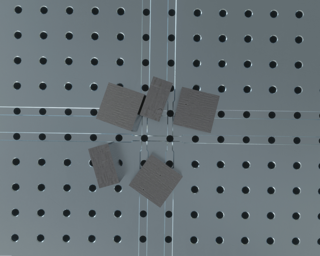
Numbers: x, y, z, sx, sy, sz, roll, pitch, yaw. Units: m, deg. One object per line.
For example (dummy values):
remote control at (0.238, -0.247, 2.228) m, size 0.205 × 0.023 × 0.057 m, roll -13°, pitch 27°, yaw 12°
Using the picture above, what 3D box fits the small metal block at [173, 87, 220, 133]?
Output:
small metal block at (0.047, -0.023, 0.414) m, size 0.050 × 0.025 × 0.050 m, roll 14°, pitch 90°, yaw 0°

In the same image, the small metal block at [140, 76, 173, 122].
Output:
small metal block at (-0.005, -0.035, 0.401) m, size 0.025 × 0.050 × 0.050 m, roll 20°, pitch 90°, yaw 0°

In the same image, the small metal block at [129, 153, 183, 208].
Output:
small metal block at (-0.005, 0.068, 0.413) m, size 0.050 × 0.025 × 0.050 m, roll 36°, pitch 90°, yaw 0°

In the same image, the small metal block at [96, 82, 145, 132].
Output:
small metal block at (-0.049, -0.027, 0.409) m, size 0.050 × 0.025 × 0.050 m, roll 19°, pitch 90°, yaw 9°

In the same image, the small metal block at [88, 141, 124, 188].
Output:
small metal block at (-0.068, 0.046, 0.400) m, size 0.025 × 0.050 × 0.050 m, roll -16°, pitch 90°, yaw 0°
